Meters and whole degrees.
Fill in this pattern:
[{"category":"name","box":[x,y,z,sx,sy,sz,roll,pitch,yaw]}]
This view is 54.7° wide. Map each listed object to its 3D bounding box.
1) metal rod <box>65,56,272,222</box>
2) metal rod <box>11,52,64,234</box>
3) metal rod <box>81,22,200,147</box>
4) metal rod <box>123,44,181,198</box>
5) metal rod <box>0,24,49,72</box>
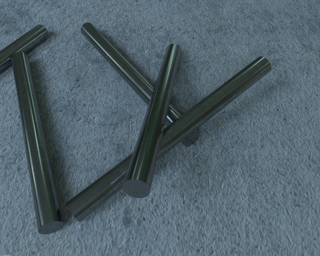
[{"category":"metal rod","box":[0.023,0.003,0.370,0.301,0.025,0.025,-37,59,-16]},{"category":"metal rod","box":[-0.167,-0.005,0.405,0.025,0.025,0.300,-17,52,-14]},{"category":"metal rod","box":[-0.044,-0.081,0.470,0.025,0.025,0.300,-28,55,-21]},{"category":"metal rod","box":[0.001,-0.037,0.394,0.025,0.025,0.301,7,38,5]},{"category":"metal rod","box":[-0.277,-0.070,0.459,0.025,0.025,0.301,22,53,17]}]
